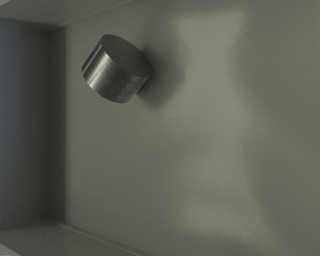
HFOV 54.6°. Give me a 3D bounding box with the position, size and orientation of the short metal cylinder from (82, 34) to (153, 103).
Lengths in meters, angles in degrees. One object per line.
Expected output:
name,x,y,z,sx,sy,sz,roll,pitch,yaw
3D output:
short metal cylinder,-0.057,-0.080,0.419,0.050,0.081,0.080,-46,63,30
